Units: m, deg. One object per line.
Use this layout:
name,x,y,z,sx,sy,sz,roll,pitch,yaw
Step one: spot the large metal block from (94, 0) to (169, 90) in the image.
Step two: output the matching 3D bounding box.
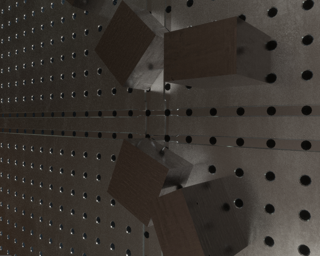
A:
large metal block,-0.032,-0.109,0.418,0.080,0.050,0.080,52,120,27

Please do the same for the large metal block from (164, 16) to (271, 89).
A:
large metal block,0.061,-0.072,0.322,0.080,0.081,0.050,1,91,39

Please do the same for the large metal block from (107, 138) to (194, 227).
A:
large metal block,-0.015,0.066,0.403,0.080,0.050,0.079,30,109,35

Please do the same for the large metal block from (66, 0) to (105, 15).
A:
large metal block,-0.122,-0.240,0.491,0.080,0.050,0.080,45,117,30

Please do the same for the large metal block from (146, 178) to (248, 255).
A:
large metal block,0.041,0.105,0.338,0.050,0.081,0.080,-30,71,36
